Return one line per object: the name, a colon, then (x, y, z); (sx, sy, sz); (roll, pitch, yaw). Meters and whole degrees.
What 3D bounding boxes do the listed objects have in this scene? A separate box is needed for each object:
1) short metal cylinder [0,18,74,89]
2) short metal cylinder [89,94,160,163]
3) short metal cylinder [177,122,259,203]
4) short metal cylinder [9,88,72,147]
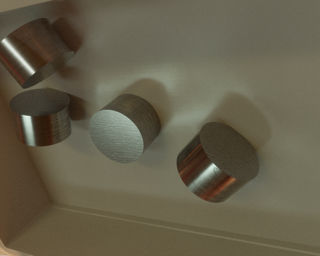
short metal cylinder: (-0.159, -0.094, 0.396); (0.080, 0.080, 0.050); (-30, 102, 37)
short metal cylinder: (-0.047, 0.001, 0.416); (0.080, 0.050, 0.079); (13, 124, 20)
short metal cylinder: (0.067, 0.039, 0.362); (0.080, 0.080, 0.050); (38, 129, 2)
short metal cylinder: (-0.170, -0.017, 0.450); (0.080, 0.080, 0.050); (18, 125, 17)
